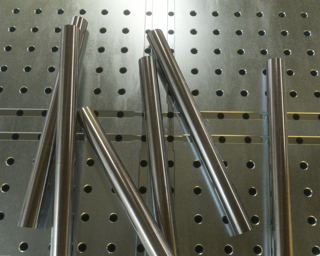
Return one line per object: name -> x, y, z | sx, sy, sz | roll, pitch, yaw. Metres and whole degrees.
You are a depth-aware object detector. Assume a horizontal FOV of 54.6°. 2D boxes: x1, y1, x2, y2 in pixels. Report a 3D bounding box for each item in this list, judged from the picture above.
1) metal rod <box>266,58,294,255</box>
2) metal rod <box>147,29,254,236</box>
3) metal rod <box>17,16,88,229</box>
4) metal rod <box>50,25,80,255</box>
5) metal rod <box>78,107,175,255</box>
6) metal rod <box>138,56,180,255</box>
metal rod -> 0.152, 0.046, 0.395 | 0.025, 0.025, 0.299 | 5, 70, 2
metal rod -> 0.046, -0.008, 0.415 | 0.025, 0.025, 0.299 | -20, 71, -7
metal rod -> -0.139, -0.022, 0.418 | 0.025, 0.025, 0.299 | 6, 70, 2
metal rod -> -0.118, 0.009, 0.392 | 0.025, 0.025, 0.299 | -2, 76, -1
metal rod -> -0.027, 0.094, 0.358 | 0.025, 0.025, 0.299 | -29, 66, -10
metal rod -> -0.002, 0.043, 0.396 | 0.025, 0.025, 0.299 | -6, 70, -2
